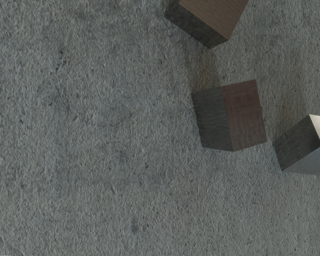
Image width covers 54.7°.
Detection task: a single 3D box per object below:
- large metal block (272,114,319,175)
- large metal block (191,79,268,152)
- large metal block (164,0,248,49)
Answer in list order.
[{"bbox_3d":[0.231,0.028,0.457,0.081,0.080,0.050,8,55,-20],"label":"large metal block"},{"bbox_3d":[0.089,-0.016,0.413,0.050,0.080,0.080,-14,95,-20],"label":"large metal block"},{"bbox_3d":[0.066,-0.168,0.419,0.080,0.050,0.080,30,80,-18],"label":"large metal block"}]
